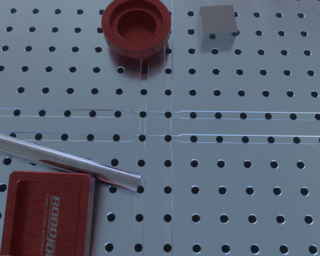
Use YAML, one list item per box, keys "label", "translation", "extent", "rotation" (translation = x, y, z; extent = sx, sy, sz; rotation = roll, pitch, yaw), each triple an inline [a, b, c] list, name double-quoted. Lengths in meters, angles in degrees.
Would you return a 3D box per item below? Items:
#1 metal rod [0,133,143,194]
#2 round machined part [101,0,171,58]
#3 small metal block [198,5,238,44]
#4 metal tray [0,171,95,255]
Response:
- label: "metal rod"
  translation: [-0.170, 0.030, 0.398]
  extent: [0.301, 0.025, 0.025]
  rotation: [15, 71, 5]
- label: "round machined part"
  translation: [-0.033, -0.144, 0.455]
  extent: [0.099, 0.042, 0.098]
  rotation: [0, 70, -1]
- label: "small metal block"
  translation: [0.087, -0.157, 0.470]
  extent: [0.050, 0.025, 0.050]
  rotation: [-4, 70, -2]
- label: "metal tray"
  translation: [-0.126, 0.116, 0.352]
  extent: [0.091, 0.030, 0.129]
  rotation: [3, 81, 0]
